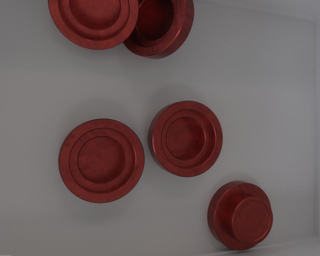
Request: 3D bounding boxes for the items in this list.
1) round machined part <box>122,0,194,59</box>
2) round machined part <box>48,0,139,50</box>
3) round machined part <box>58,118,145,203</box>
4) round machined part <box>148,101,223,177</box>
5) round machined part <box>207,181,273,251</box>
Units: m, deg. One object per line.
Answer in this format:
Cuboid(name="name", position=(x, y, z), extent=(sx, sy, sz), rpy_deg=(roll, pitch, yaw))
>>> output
Cuboid(name="round machined part", position=(-0.001, -0.133, 0.381), extent=(0.042, 0.098, 0.097), rpy_deg=(-1, 91, -56))
Cuboid(name="round machined part", position=(-0.074, -0.144, 0.357), extent=(0.099, 0.042, 0.097), rpy_deg=(-3, 126, -4))
Cuboid(name="round machined part", position=(-0.072, 0.038, 0.375), extent=(0.099, 0.042, 0.097), rpy_deg=(0, 90, -20))
Cuboid(name="round machined part", position=(0.030, 0.014, 0.412), extent=(0.099, 0.042, 0.097), rpy_deg=(0, 90, -20))
Cuboid(name="round machined part", position=(0.122, 0.128, 0.446), extent=(0.099, 0.042, 0.097), rpy_deg=(0, 90, -20))
